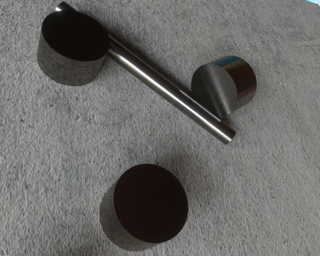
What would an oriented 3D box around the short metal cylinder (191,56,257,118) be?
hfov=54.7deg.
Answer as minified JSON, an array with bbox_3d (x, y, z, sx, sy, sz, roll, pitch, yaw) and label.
[{"bbox_3d":[0.093,-0.061,0.456,0.050,0.080,0.080,-28,77,-37],"label":"short metal cylinder"}]

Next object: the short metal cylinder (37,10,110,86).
[{"bbox_3d":[-0.109,-0.100,0.390,0.081,0.050,0.080,14,56,-21],"label":"short metal cylinder"}]

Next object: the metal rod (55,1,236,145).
[{"bbox_3d":[-0.018,-0.075,0.439,0.301,0.025,0.025,37,51,-4],"label":"metal rod"}]

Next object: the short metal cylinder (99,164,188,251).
[{"bbox_3d":[-0.018,0.084,0.327,0.081,0.050,0.080,14,56,-21],"label":"short metal cylinder"}]
